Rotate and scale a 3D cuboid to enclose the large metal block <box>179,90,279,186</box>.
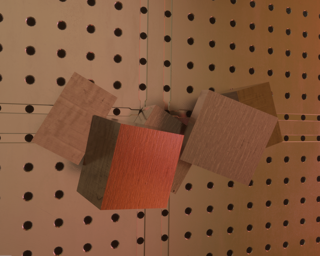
[{"bbox_3d":[0.073,0.008,0.354,0.080,0.050,0.080,22,96,-4],"label":"large metal block"}]

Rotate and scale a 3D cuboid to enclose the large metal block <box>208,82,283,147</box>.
[{"bbox_3d":[0.113,-0.014,0.426,0.050,0.080,0.080,-17,96,-19],"label":"large metal block"}]

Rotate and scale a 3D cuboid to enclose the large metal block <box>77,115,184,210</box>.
[{"bbox_3d":[-0.030,0.036,0.319,0.081,0.050,0.080,11,93,-41],"label":"large metal block"}]

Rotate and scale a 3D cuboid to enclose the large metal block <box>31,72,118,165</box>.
[{"bbox_3d":[-0.098,-0.010,0.347,0.050,0.080,0.080,32,80,-18],"label":"large metal block"}]

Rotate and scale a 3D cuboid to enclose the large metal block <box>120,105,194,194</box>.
[{"bbox_3d":[-0.002,0.027,0.399,0.080,0.050,0.080,34,79,-17],"label":"large metal block"}]
